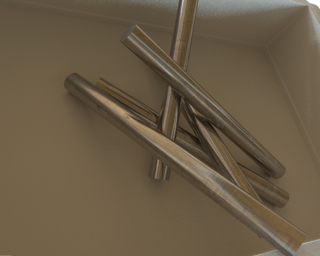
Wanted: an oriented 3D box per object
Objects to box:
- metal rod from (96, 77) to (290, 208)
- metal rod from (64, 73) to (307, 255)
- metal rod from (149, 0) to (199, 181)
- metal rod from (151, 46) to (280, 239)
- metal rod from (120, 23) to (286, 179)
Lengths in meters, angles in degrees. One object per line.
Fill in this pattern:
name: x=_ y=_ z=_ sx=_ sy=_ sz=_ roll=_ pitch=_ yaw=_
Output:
metal rod: x=0.046 y=0.024 z=0.415 sx=0.301 sy=0.025 sz=0.025 roll=31 pitch=52 yaw=-8
metal rod: x=0.002 y=0.020 z=0.318 sx=0.300 sy=0.025 sz=0.025 roll=35 pitch=47 yaw=26
metal rod: x=0.024 y=-0.084 z=0.392 sx=0.025 sy=0.025 sz=0.299 roll=13 pitch=81 yaw=-21
metal rod: x=0.055 y=-0.002 z=0.406 sx=0.025 sy=0.025 sz=0.299 roll=-11 pitch=58 yaw=-33
metal rod: x=0.071 y=-0.017 z=0.392 sx=0.301 sy=0.025 sz=0.025 roll=38 pitch=48 yaw=-28
